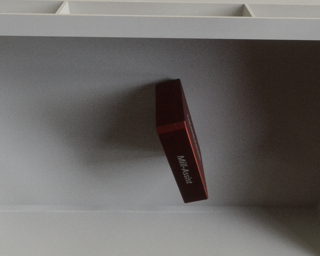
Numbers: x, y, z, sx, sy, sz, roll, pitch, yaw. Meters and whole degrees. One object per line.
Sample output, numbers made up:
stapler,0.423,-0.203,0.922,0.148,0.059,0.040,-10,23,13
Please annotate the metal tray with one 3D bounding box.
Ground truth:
metal tray,0.027,0.018,0.378,0.030,0.090,0.130,-13,129,9
